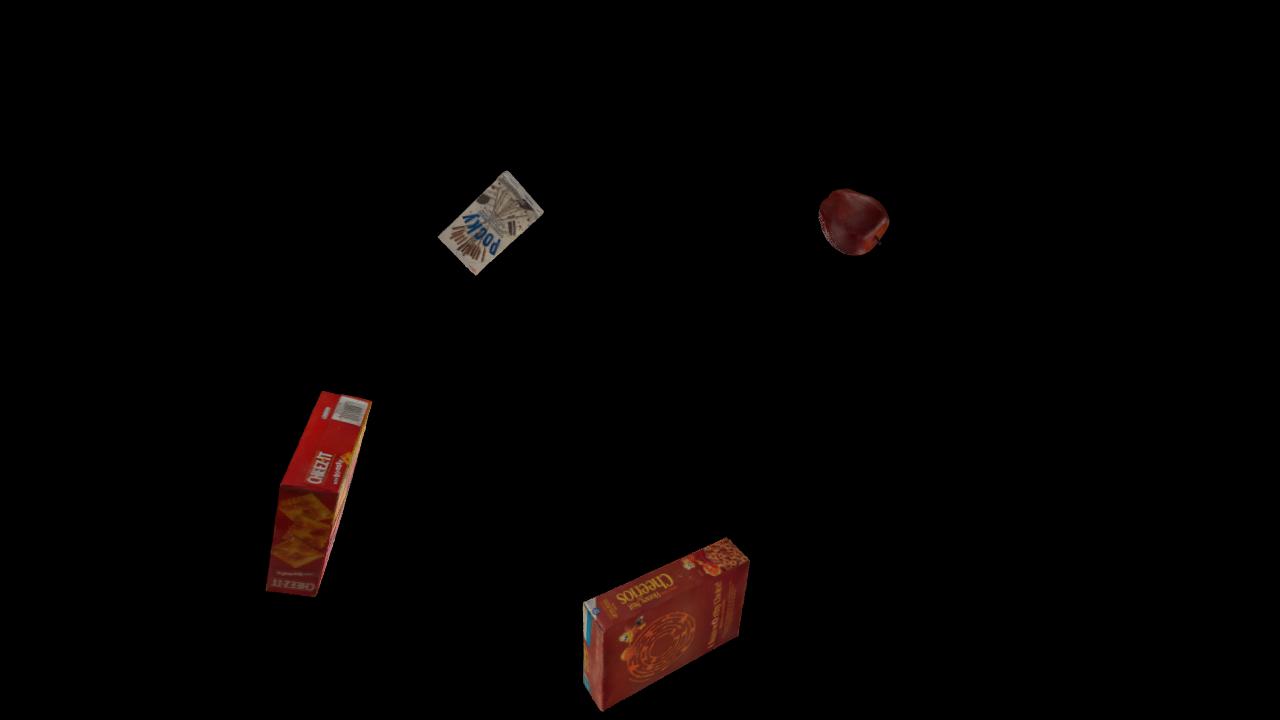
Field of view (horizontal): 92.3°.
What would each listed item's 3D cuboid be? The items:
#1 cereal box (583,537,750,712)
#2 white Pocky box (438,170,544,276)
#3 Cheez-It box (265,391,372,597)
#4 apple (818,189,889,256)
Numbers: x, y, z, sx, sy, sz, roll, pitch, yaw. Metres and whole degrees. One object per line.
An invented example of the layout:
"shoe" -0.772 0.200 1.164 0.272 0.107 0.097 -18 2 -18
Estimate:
"cereal box" 0.046 0.459 1.085 0.306 0.203 0.081 -14 31 -28
"white Pocky box" -0.228 -0.207 0.941 0.154 0.084 0.028 -36 17 23
"Cheez-It box" -0.424 0.177 0.811 0.071 0.223 0.166 16 34 -20
"apple" 0.279 -0.181 0.807 0.093 0.079 0.079 45 21 22
